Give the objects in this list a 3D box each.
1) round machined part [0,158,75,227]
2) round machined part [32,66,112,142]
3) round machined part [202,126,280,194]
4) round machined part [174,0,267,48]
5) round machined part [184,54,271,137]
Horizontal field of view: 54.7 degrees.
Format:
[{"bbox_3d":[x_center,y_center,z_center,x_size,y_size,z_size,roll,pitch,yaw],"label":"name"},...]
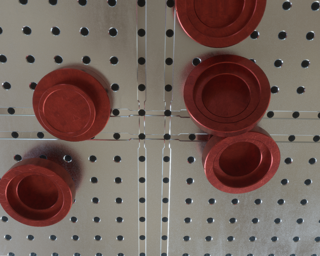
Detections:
[{"bbox_3d":[-0.167,0.085,0.433,0.099,0.042,0.097,0,110,-1],"label":"round machined part"},{"bbox_3d":[-0.112,-0.027,0.393,0.099,0.042,0.097,0,110,-1],"label":"round machined part"},{"bbox_3d":[0.105,0.037,0.415,0.099,0.042,0.097,-2,118,-3],"label":"round machined part"},{"bbox_3d":[0.066,-0.143,0.353,0.099,0.042,0.097,0,110,-1],"label":"round machined part"},{"bbox_3d":[0.080,-0.036,0.376,0.098,0.042,0.098,-2,73,8],"label":"round machined part"}]
